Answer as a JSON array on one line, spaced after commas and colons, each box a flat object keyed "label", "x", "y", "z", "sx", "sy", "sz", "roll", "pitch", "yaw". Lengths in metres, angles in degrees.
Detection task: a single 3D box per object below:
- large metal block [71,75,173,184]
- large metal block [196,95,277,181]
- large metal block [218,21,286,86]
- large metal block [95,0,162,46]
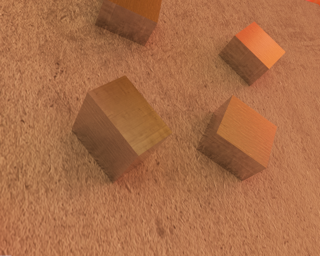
[{"label": "large metal block", "x": -0.045, "y": 0.003, "z": 0.342, "sx": 0.050, "sy": 0.080, "sz": 0.080, "roll": -33, "pitch": 81, "yaw": -38}, {"label": "large metal block", "x": 0.110, "y": 0.014, "z": 0.438, "sx": 0.080, "sy": 0.050, "sz": 0.080, "roll": 35, "pitch": 51, "yaw": -5}, {"label": "large metal block", "x": 0.167, "y": -0.135, "z": 0.559, "sx": 0.080, "sy": 0.050, "sz": 0.080, "roll": 46, "pitch": 51, "yaw": 4}, {"label": "large metal block", "x": -0.046, "y": -0.185, "z": 0.476, "sx": 0.080, "sy": 0.050, "sz": 0.080, "roll": 20, "pitch": 54, "yaw": -17}]
